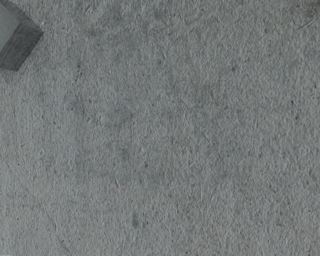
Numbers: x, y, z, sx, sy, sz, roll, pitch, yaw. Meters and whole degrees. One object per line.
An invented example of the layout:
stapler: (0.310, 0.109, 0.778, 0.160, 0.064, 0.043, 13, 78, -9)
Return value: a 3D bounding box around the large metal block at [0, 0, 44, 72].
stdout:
large metal block: (-0.244, -0.147, 0.482, 0.080, 0.050, 0.080, 44, 104, 14)
